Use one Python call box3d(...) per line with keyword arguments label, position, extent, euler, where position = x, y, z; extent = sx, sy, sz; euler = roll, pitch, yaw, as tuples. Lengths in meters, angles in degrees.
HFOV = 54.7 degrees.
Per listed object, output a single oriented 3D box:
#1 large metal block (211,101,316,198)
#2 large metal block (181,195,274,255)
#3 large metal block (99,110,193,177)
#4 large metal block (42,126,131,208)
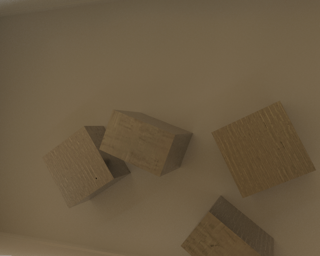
box3d(label="large metal block", position=(0.117, 0.024, 0.356), extent=(0.080, 0.050, 0.080), euler=(-27, 82, 17))
box3d(label="large metal block", position=(0.080, 0.130, 0.353), extent=(0.080, 0.080, 0.050), euler=(39, 102, 15))
box3d(label="large metal block", position=(-0.014, 0.016, 0.385), extent=(0.080, 0.080, 0.050), euler=(22, 97, 18))
box3d(label="large metal block", position=(-0.102, 0.052, 0.432), extent=(0.080, 0.050, 0.080), euler=(-35, 79, 16))
